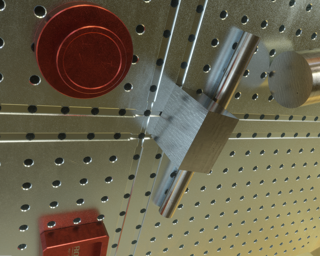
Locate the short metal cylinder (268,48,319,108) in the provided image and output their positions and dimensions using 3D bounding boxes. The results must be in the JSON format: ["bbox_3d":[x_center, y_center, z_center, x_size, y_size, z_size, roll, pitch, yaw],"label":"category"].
[{"bbox_3d":[0.202,-0.071,0.442,0.050,0.080,0.079,-12,124,-22],"label":"short metal cylinder"}]

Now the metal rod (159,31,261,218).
[{"bbox_3d":[0.065,0.008,0.451,0.025,0.025,0.298,10,114,-33],"label":"metal rod"}]

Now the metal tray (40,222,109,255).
[{"bbox_3d":[-0.131,0.205,0.463,0.091,0.030,0.129,-2,120,-28],"label":"metal tray"}]

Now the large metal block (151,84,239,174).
[{"bbox_3d":[0.041,0.001,0.398,0.050,0.080,0.080,13,112,-34],"label":"large metal block"}]

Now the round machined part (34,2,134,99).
[{"bbox_3d":[-0.073,-0.074,0.315,0.099,0.042,0.097,-14,124,-21],"label":"round machined part"}]
